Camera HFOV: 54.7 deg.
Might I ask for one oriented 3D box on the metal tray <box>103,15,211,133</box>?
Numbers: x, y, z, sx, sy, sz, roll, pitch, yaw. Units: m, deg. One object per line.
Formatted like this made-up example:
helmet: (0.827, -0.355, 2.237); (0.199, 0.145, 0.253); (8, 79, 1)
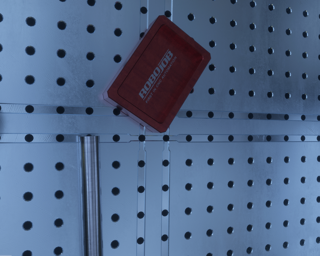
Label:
metal tray: (-0.002, -0.069, 0.410); (0.090, 0.030, 0.130); (35, 78, -17)

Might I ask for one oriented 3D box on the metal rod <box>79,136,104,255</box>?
metal rod: (-0.083, 0.159, 0.383); (0.025, 0.025, 0.298); (-2, 91, -20)
